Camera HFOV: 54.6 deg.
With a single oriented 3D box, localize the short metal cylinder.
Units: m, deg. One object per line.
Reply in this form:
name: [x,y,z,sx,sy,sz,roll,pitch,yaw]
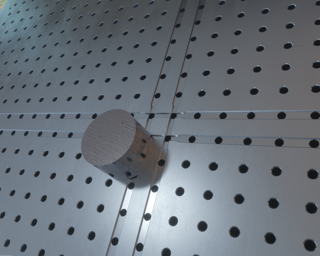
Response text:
short metal cylinder: [-0.055,0.022,0.409,0.080,0.050,0.080,-13,56,21]
